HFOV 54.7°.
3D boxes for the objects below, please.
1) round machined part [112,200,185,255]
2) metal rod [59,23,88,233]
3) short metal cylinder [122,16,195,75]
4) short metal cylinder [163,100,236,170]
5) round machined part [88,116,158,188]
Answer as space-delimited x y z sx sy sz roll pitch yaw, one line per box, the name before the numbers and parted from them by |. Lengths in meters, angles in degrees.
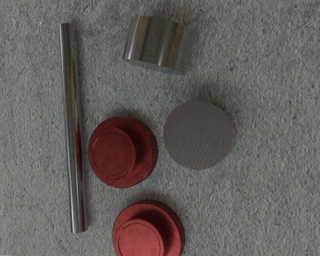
round machined part | -0.020 0.147 0.406 0.098 0.042 0.097 0 90 19
metal rod | -0.126 -0.001 0.451 0.025 0.025 0.298 -4 89 19
short metal cylinder | -0.002 -0.099 0.380 0.080 0.080 0.050 15 95 19
short metal cylinder | 0.050 0.008 0.378 0.080 0.050 0.079 0 90 19
round machined part | -0.056 0.033 0.419 0.098 0.042 0.097 0 90 19
